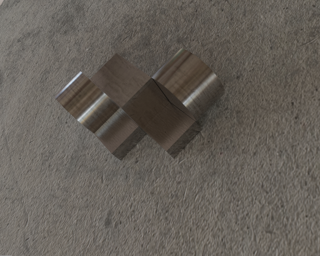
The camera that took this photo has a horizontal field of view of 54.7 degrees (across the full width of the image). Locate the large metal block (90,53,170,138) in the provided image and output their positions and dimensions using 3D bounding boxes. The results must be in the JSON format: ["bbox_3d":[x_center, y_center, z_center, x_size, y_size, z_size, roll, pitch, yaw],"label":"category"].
[{"bbox_3d":[-0.035,-0.043,0.415,0.050,0.080,0.080,-46,52,-4],"label":"large metal block"}]

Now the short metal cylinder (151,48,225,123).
[{"bbox_3d":[0.033,-0.051,0.385,0.050,0.080,0.080,-46,51,-4],"label":"short metal cylinder"}]

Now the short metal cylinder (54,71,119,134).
[{"bbox_3d":[-0.103,-0.036,0.446,0.050,0.080,0.080,-46,51,-4],"label":"short metal cylinder"}]

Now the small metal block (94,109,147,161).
[{"bbox_3d":[-0.055,0.009,0.430,0.050,0.025,0.050,-46,51,-4],"label":"small metal block"}]

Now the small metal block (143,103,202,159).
[{"bbox_3d":[0.016,0.003,0.396,0.050,0.025,0.050,-46,51,-4],"label":"small metal block"}]
